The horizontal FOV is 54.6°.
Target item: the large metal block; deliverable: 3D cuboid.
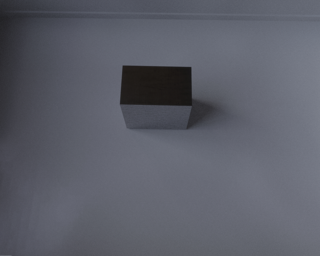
[{"bbox_3d":[-0.004,-0.035,0.391,0.080,0.080,0.050,1,70,0],"label":"large metal block"}]
